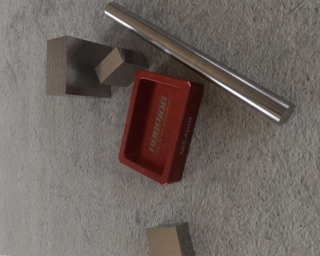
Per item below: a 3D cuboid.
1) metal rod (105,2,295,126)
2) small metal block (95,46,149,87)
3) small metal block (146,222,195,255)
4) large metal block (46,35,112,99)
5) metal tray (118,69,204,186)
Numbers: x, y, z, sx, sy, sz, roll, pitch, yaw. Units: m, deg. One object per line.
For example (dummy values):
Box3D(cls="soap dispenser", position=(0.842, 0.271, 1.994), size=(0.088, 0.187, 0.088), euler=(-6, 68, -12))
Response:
Box3D(cls="metal rod", position=(0.026, -0.094, 0.381), size=(0.300, 0.025, 0.025), euler=(40, 114, 32))
Box3D(cls="small metal block", position=(-0.052, -0.083, 0.430), size=(0.050, 0.050, 0.025), euler=(-35, 69, 34))
Box3D(cls="small metal block", position=(0.013, 0.149, 0.392), size=(0.050, 0.025, 0.050), euler=(-20, 77, 38))
Box3D(cls="large metal block", position=(-0.121, -0.087, 0.466), size=(0.050, 0.081, 0.079), euler=(3, 92, 40))
Box3D(cls="metal tray", position=(-0.002, -0.003, 0.401), size=(0.090, 0.030, 0.129), euler=(21, 103, 37))
